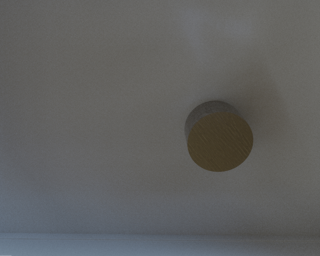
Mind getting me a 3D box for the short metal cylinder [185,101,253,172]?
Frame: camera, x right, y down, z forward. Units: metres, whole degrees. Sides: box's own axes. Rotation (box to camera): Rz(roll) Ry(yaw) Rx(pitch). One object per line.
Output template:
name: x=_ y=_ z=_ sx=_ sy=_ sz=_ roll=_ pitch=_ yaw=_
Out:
short metal cylinder: x=0.074 y=0.010 z=0.402 sx=0.080 sy=0.050 sz=0.079 roll=0 pitch=110 yaw=0
